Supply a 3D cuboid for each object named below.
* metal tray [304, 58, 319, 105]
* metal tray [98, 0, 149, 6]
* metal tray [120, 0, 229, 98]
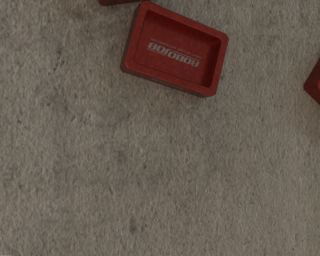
[{"bbox_3d":[0.314,-0.065,0.525,0.130,0.030,0.090,37,78,-17],"label":"metal tray"},{"bbox_3d":[-0.047,-0.228,0.389,0.091,0.030,0.129,-16,96,-20],"label":"metal tray"},{"bbox_3d":[0.022,-0.101,0.415,0.131,0.030,0.090,16,85,-20],"label":"metal tray"}]
